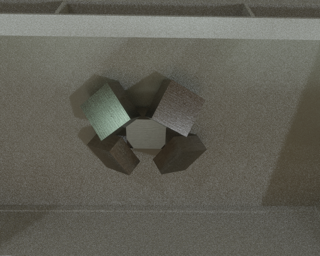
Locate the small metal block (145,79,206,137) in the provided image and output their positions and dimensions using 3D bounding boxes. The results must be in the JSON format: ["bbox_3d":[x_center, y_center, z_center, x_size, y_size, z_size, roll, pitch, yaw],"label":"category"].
[{"bbox_3d":[0.018,-0.024,0.370,0.050,0.025,0.050,28,87,-22],"label":"small metal block"}]

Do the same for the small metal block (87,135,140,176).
[{"bbox_3d":[-0.063,0.034,0.419,0.050,0.025,0.050,10,144,43],"label":"small metal block"}]

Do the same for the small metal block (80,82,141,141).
[{"bbox_3d":[-0.060,-0.020,0.372,0.050,0.025,0.050,-35,85,26],"label":"small metal block"}]

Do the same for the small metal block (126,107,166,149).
[{"bbox_3d":[-0.018,0.000,0.406,0.050,0.025,0.050,1,130,-1],"label":"small metal block"}]

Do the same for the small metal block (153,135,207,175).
[{"bbox_3d":[0.027,0.036,0.423,0.050,0.025,0.050,-1,141,-47],"label":"small metal block"}]
